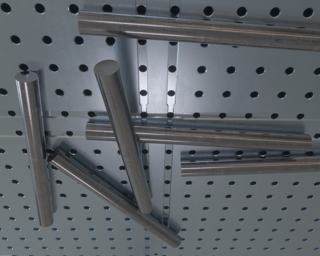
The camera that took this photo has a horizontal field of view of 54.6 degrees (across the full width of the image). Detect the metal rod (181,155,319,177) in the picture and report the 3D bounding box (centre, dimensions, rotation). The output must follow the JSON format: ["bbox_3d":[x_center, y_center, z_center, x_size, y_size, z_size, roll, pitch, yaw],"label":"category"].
[{"bbox_3d":[0.182,0.054,0.458,0.302,0.025,0.025,-2,130,2],"label":"metal rod"}]

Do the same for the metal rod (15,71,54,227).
[{"bbox_3d":[-0.178,0.053,0.454,0.025,0.025,0.298,7,130,-6],"label":"metal rod"}]

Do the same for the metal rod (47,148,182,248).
[{"bbox_3d":[-0.060,0.128,0.519,0.025,0.025,0.300,-31,124,23],"label":"metal rod"}]

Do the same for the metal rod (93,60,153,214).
[{"bbox_3d":[-0.038,0.038,0.413,0.025,0.025,0.299,-4,139,3],"label":"metal rod"}]

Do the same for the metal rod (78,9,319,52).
[{"bbox_3d":[0.069,-0.100,0.326,0.302,0.025,0.025,3,130,-3],"label":"metal rod"}]

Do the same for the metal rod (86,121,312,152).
[{"bbox_3d":[0.054,0.012,0.421,0.302,0.025,0.025,3,130,-3],"label":"metal rod"}]
